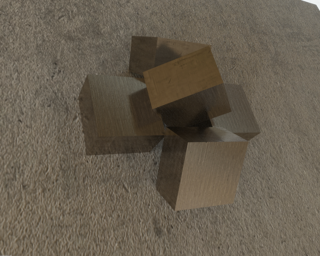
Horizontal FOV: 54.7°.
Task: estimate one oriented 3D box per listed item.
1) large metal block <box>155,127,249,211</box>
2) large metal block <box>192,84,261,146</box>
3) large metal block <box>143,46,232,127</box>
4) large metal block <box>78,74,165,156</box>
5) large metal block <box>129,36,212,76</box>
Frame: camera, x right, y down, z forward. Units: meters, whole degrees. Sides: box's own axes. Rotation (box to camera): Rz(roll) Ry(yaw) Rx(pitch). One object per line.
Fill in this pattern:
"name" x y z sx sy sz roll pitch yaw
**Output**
"large metal block" 0.047 0.044 0.362 0.081 0.079 0.050 1 18 -27
"large metal block" 0.084 -0.017 0.444 0.081 0.050 0.080 0 62 -29
"large metal block" 0.036 -0.043 0.374 0.080 0.080 0.050 -20 66 11
"large metal block" -0.048 -0.015 0.373 0.081 0.050 0.080 -1 62 -29
"large metal block" 0.011 -0.096 0.429 0.081 0.080 0.050 -1 106 -29
